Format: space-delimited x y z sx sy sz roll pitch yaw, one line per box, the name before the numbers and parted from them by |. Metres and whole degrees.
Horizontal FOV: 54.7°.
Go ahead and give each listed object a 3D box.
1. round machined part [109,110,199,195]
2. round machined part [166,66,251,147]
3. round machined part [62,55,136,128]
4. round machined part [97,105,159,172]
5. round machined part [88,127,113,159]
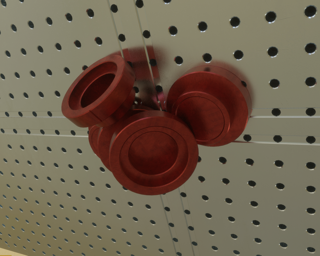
round machined part | -0.009 0.025 0.357 0.099 0.042 0.097 -3 113 -7
round machined part | 0.052 -0.019 0.360 0.098 0.042 0.097 13 124 20
round machined part | -0.069 -0.040 0.381 0.098 0.098 0.042 -13 137 33
round machined part | -0.030 0.023 0.398 0.099 0.042 0.097 -4 110 -10
round machined part | -0.061 0.014 0.440 0.098 0.042 0.097 13 124 20
